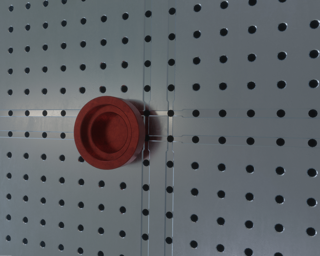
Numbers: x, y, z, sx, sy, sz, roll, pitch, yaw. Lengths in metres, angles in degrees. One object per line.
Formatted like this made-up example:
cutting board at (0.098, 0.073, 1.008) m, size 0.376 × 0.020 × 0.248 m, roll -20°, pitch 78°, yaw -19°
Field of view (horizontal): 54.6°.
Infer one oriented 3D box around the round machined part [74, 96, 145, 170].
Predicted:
round machined part at (-0.065, 0.006, 0.427) m, size 0.098 × 0.042 × 0.097 m, roll 0°, pitch 90°, yaw 20°
